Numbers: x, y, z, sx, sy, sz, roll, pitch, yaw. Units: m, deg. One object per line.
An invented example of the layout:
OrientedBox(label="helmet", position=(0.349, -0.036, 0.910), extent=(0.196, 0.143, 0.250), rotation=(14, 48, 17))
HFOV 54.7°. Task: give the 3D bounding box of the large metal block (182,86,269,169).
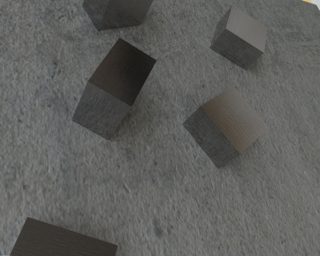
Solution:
OrientedBox(label="large metal block", position=(0.094, -0.003, 0.442), extent=(0.081, 0.050, 0.080), rotation=(-32, 80, -38))

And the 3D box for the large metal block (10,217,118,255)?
OrientedBox(label="large metal block", position=(-0.091, 0.131, 0.259), extent=(0.080, 0.050, 0.080), rotation=(24, 53, -14))

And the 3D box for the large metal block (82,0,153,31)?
OrientedBox(label="large metal block", position=(-0.058, -0.195, 0.458), extent=(0.081, 0.080, 0.050), rotation=(-22, 74, -36))

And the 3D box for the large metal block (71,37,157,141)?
OrientedBox(label="large metal block", position=(-0.055, -0.045, 0.367), extent=(0.050, 0.080, 0.080), rotation=(31, 52, -9))

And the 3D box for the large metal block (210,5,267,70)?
OrientedBox(label="large metal block", position=(0.146, -0.167, 0.571), extent=(0.080, 0.050, 0.080), rotation=(29, 52, -11))
